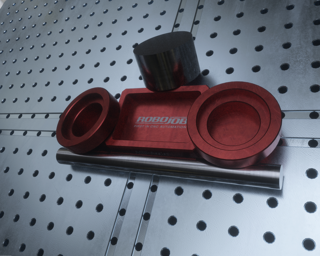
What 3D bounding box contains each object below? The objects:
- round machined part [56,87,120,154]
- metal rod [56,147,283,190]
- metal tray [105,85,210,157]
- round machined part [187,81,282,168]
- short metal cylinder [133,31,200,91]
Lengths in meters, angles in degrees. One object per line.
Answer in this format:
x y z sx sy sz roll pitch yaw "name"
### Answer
-0.096 -0.006 0.441 0.098 0.042 0.098 -20 49 25 "round machined part"
-0.011 0.045 0.381 0.300 0.025 0.025 2 63 29 "metal rod"
0.000 -0.009 0.405 0.130 0.030 0.090 1 63 28 "metal tray"
0.082 -0.001 0.343 0.098 0.042 0.098 -9 58 14 "round machined part"
0.010 -0.092 0.420 0.080 0.050 0.080 -13 31 8 "short metal cylinder"
